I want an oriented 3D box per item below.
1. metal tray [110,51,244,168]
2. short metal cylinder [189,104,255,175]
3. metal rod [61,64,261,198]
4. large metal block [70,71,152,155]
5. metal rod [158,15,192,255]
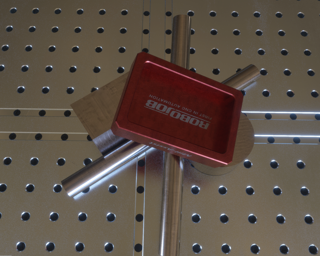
[{"bbox_3d":[0.022,-0.018,0.341,0.131,0.030,0.090,19,70,-13],"label":"metal tray"},{"bbox_3d":[0.072,0.016,0.392,0.081,0.050,0.080,0,70,0],"label":"short metal cylinder"},{"bbox_3d":[0.010,-0.002,0.413,0.301,0.025,0.025,-32,74,-12],"label":"metal rod"},{"bbox_3d":[-0.054,-0.014,0.386,0.080,0.080,0.050,-32,74,-11],"label":"large metal block"},{"bbox_3d":[0.020,0.000,0.388,0.025,0.025,0.299,4,79,1],"label":"metal rod"}]
